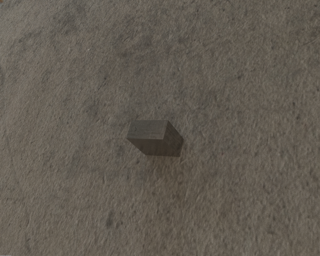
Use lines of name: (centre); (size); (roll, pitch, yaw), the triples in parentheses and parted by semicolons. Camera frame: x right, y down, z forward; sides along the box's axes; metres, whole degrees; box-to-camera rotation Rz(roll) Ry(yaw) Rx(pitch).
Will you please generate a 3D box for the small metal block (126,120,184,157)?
small metal block: (-0.005, 0.013, 0.383); (0.050, 0.050, 0.025); (0, 62, 28)
